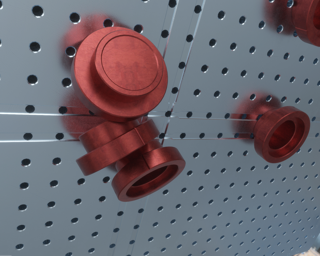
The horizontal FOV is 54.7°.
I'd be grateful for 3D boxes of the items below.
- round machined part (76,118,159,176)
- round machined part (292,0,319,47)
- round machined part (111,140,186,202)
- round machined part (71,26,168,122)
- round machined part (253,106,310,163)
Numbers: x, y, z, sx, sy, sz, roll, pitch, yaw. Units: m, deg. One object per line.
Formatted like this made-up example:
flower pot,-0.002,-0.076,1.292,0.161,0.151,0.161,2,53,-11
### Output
round machined part,-0.053,0.012,0.356,0.098,0.098,0.042,-29,93,-10
round machined part,0.221,-0.164,0.422,0.099,0.042,0.097,-14,125,-21
round machined part,-0.019,0.053,0.408,0.099,0.042,0.098,-26,155,-13
round machined part,-0.036,-0.058,0.312,0.099,0.042,0.098,6,75,-23
round machined part,0.195,0.007,0.514,0.099,0.042,0.097,-14,125,-21
